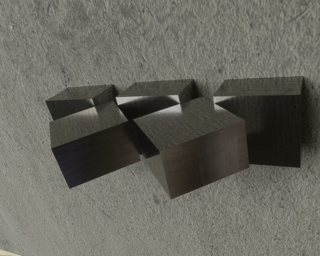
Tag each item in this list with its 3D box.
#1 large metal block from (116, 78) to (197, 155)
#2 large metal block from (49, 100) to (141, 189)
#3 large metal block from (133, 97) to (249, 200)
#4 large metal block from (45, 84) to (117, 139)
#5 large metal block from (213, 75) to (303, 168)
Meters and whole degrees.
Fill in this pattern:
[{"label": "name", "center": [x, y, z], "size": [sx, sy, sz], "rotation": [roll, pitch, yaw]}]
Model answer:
[{"label": "large metal block", "center": [0.002, -0.013, 0.382], "size": [0.080, 0.050, 0.079], "rotation": [1, 119, 27]}, {"label": "large metal block", "center": [-0.077, 0.014, 0.356], "size": [0.081, 0.080, 0.050], "rotation": [-21, 116, -13]}, {"label": "large metal block", "center": [0.028, 0.014, 0.304], "size": [0.080, 0.081, 0.050], "rotation": [-135, 29, -61]}, {"label": "large metal block", "center": [-0.100, -0.013, 0.435], "size": [0.080, 0.050, 0.080], "rotation": [0, 119, 27]}, {"label": "large metal block", "center": [0.108, -0.008, 0.331], "size": [0.080, 0.050, 0.079], "rotation": [2, 119, 27]}]
